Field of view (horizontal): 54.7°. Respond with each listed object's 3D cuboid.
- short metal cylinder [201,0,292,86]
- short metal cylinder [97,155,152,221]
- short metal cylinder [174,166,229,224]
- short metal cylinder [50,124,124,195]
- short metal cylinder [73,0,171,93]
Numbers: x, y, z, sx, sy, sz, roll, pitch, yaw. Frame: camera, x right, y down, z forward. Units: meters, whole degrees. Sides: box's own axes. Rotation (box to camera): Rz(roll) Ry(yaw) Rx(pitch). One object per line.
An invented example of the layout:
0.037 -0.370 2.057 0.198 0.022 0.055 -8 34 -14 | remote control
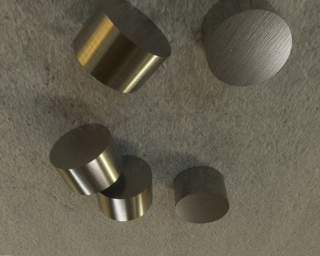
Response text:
0.085 -0.090 0.316 0.081 0.050 0.079 0 130 0 | short metal cylinder
-0.051 0.084 0.442 0.081 0.080 0.050 0 130 -1 | short metal cylinder
0.063 0.104 0.481 0.081 0.050 0.079 0 130 0 | short metal cylinder
-0.094 0.039 0.403 0.080 0.080 0.050 -12 129 9 | short metal cylinder
-0.036 -0.081 0.302 0.080 0.080 0.050 31 123 -24 | short metal cylinder
